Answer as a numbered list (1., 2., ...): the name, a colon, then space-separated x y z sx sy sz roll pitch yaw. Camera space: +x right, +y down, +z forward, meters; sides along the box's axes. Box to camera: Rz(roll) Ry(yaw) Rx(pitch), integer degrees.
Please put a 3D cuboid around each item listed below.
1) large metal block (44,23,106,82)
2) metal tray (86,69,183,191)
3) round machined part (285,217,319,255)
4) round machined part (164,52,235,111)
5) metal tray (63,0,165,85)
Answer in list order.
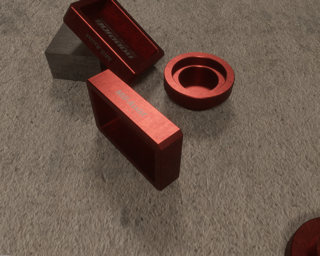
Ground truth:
1. large metal block: -0.120 -0.119 0.485 0.080 0.050 0.080 7 50 5
2. metal tray: -0.031 0.002 0.358 0.030 0.089 0.130 -34 58 -25
3. round machined part: 0.172 0.128 0.287 0.099 0.042 0.098 0 50 0
4. round machined part: 0.054 -0.063 0.445 0.099 0.042 0.098 0 50 0
5. metal tray: -0.064 -0.134 0.456 0.130 0.030 0.090 46 43 -6
